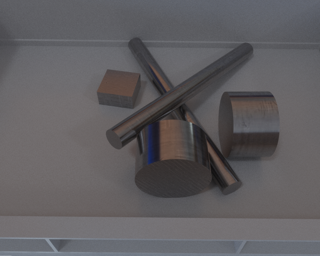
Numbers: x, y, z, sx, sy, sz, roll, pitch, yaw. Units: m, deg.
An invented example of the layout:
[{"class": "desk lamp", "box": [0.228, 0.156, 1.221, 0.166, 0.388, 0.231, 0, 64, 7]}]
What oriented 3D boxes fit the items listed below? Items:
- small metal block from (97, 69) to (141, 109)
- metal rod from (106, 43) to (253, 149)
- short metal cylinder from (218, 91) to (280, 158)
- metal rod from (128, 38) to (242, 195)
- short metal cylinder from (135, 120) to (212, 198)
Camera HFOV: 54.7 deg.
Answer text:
[{"class": "small metal block", "box": [-0.059, -0.057, 0.453, 0.050, 0.025, 0.050, 8, 50, 6]}, {"class": "metal rod", "box": [0.047, -0.059, 0.427, 0.025, 0.025, 0.302, 34, 49, 24]}, {"class": "short metal cylinder", "box": [0.104, -0.004, 0.374, 0.050, 0.080, 0.080, -1, 50, -1]}, {"class": "metal rod", "box": [0.020, -0.037, 0.436, 0.025, 0.025, 0.300, -19, 53, -16]}, {"class": "short metal cylinder", "box": [0.013, 0.036, 0.340, 0.081, 0.080, 0.050, -1, 50, -1]}]
